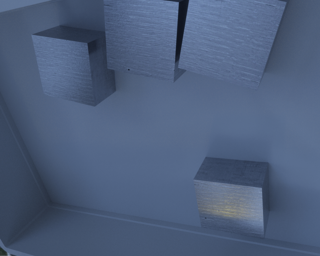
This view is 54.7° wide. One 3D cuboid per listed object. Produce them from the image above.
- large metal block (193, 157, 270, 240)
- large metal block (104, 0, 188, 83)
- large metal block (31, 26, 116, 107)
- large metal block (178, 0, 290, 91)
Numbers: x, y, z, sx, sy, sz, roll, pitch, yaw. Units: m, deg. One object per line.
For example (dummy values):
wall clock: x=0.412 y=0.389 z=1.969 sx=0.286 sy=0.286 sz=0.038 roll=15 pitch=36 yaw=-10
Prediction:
large metal block: x=0.094 y=0.087 z=0.396 sx=0.080 sy=0.050 sz=0.079 roll=3 pitch=120 yaw=26
large metal block: x=-0.011 y=-0.102 z=0.334 sx=0.080 sy=0.050 sz=0.079 roll=15 pitch=125 yaw=19
large metal block: x=-0.107 y=-0.081 z=0.397 sx=0.080 sy=0.050 sz=0.079 roll=14 pitch=124 yaw=20
large metal block: x=0.070 y=-0.092 z=0.298 sx=0.080 sy=0.050 sz=0.079 roll=20 pitch=126 yaw=16
